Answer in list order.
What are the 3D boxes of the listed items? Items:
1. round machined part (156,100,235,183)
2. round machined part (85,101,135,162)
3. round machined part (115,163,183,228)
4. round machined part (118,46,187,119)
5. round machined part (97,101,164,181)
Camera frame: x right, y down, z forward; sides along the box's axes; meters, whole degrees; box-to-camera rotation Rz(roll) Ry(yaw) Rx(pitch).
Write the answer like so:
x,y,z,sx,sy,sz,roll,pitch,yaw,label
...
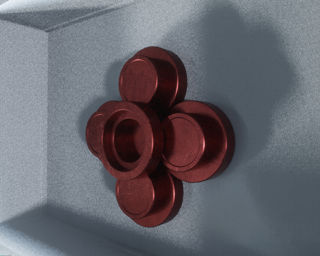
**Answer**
x,y,z,sx,sy,sz,roll,pitch,yaw,label
0.034,0.016,0.365,0.098,0.042,0.097,0,90,40,round machined part
-0.071,0.009,0.452,0.098,0.042,0.097,0,90,40,round machined part
-0.021,0.082,0.411,0.098,0.042,0.097,-2,87,39,round machined part
-0.016,-0.058,0.405,0.098,0.042,0.097,0,90,40,round machined part
-0.032,0.015,0.392,0.098,0.042,0.097,0,90,40,round machined part
